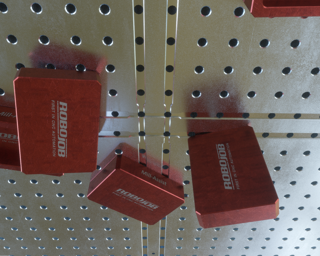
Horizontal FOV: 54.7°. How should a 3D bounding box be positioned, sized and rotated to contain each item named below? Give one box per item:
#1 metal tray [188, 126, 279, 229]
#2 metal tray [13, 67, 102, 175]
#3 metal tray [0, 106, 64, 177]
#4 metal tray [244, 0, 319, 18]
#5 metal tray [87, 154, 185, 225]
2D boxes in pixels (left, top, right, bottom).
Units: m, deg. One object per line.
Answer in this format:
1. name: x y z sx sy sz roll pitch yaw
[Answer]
1. metal tray: 0.087 0.056 0.392 0.090 0.130 0.030 -11 129 9
2. metal tray: -0.121 -0.005 0.375 0.091 0.030 0.129 0 120 -16
3. metal tray: -0.193 0.018 0.420 0.131 0.030 0.089 10 130 -9
4. metal tray: 0.151 -0.151 0.281 0.131 0.030 0.089 -1 130 0
5. metal tray: -0.037 0.103 0.496 0.131 0.030 0.090 31 123 -24
